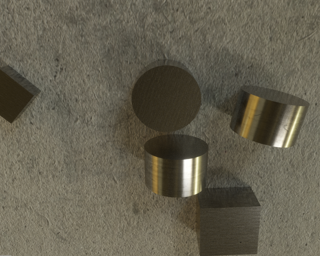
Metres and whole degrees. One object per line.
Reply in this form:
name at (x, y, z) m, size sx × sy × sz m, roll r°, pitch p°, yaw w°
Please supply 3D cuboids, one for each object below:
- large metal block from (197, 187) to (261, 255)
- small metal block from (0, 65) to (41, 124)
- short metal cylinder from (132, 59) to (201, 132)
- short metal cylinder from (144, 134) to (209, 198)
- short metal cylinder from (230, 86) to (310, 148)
large metal block at (0.095, 0.134, 0.447) m, size 0.080 × 0.050 × 0.079 m, roll -2°, pitch 110°, yaw 0°
small metal block at (-0.190, -0.043, 0.392) m, size 0.050 × 0.025 × 0.050 m, roll 41°, pitch 105°, yaw -14°
short metal cylinder at (0.008, -0.041, 0.381) m, size 0.081 × 0.050 × 0.079 m, roll 0°, pitch 110°, yaw 0°
short metal cylinder at (0.020, 0.046, 0.397) m, size 0.081 × 0.080 × 0.050 m, roll 0°, pitch 110°, yaw 0°
short metal cylinder at (0.131, -0.016, 0.376) m, size 0.081 × 0.080 × 0.050 m, roll 10°, pitch 110°, yaw -4°
